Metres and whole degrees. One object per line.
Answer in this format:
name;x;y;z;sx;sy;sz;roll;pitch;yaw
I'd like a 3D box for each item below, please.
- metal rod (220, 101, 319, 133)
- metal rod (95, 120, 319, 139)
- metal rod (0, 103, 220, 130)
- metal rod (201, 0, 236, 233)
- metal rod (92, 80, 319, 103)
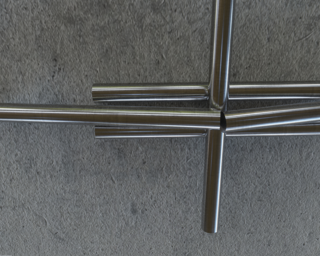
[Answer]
metal rod;0.220;-0.023;0.379;0.302;0.025;0.025;-6;111;-9
metal rod;0.067;0.000;0.411;0.302;0.025;0.025;-1;110;-1
metal rod;-0.080;-0.015;0.377;0.302;0.025;0.025;2;111;9
metal rod;0.070;0.001;0.386;0.025;0.025;0.298;0;110;0
metal rod;0.067;-0.046;0.394;0.302;0.025;0.025;-1;110;-1
